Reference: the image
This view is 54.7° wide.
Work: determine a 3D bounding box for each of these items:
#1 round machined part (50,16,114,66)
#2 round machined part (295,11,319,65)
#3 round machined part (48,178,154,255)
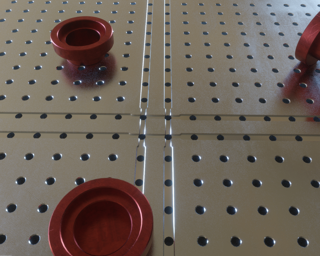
[{"bbox_3d":[-0.126,-0.141,0.513,0.099,0.042,0.098,0,50,0],"label":"round machined part"},{"bbox_3d":[0.261,-0.140,0.481,0.099,0.097,0.042,-31,58,-24],"label":"round machined part"},{"bbox_3d":[-0.055,0.103,0.310,0.099,0.042,0.098,0,50,0],"label":"round machined part"}]
